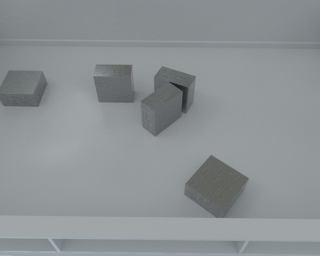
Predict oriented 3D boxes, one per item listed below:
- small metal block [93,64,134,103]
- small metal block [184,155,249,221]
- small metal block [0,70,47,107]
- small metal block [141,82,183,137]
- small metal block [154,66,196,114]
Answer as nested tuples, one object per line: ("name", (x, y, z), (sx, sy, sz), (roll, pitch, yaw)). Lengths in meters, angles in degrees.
("small metal block", (-0.064, -0.063, 0.441), (0.050, 0.050, 0.025), (1, 50, 0))
("small metal block", (0.063, 0.066, 0.350), (0.050, 0.025, 0.050), (33, 57, 24))
("small metal block", (-0.200, -0.058, 0.452), (0.050, 0.025, 0.050), (1, 50, 1))
("small metal block", (0.003, -0.024, 0.409), (0.050, 0.050, 0.025), (-37, 59, -27))
("small metal block", (0.020, -0.053, 0.433), (0.050, 0.050, 0.025), (20, 53, 16))
